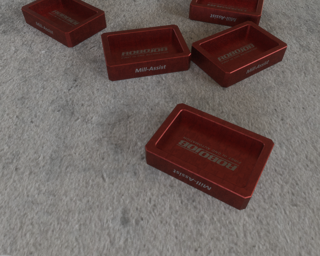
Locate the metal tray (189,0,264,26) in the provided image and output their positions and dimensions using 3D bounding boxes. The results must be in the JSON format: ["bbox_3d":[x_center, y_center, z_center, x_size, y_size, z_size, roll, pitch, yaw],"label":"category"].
[{"bbox_3d":[0.130,-0.236,0.599,0.131,0.030,0.090,13,51,10],"label":"metal tray"}]

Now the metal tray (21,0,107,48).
[{"bbox_3d":[-0.175,-0.203,0.568,0.130,0.030,0.090,32,57,24],"label":"metal tray"}]

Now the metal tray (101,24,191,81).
[{"bbox_3d":[-0.024,-0.125,0.504,0.131,0.030,0.090,-10,51,-9],"label":"metal tray"}]

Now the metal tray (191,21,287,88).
[{"bbox_3d":[0.127,-0.124,0.505,0.131,0.030,0.090,-27,55,-21],"label":"metal tray"}]

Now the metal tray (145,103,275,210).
[{"bbox_3d":[0.059,0.029,0.376,0.130,0.030,0.090,24,54,19],"label":"metal tray"}]
